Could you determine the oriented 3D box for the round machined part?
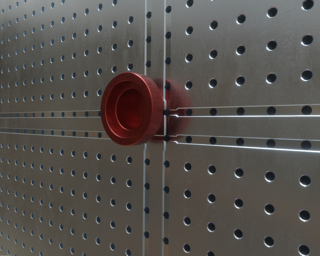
[{"bbox_3d":[-0.033,-0.025,0.424,0.098,0.042,0.097,0,90,39],"label":"round machined part"}]
